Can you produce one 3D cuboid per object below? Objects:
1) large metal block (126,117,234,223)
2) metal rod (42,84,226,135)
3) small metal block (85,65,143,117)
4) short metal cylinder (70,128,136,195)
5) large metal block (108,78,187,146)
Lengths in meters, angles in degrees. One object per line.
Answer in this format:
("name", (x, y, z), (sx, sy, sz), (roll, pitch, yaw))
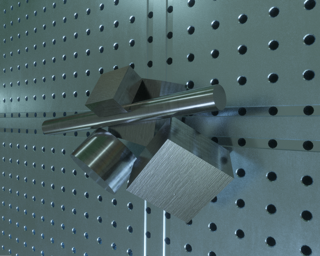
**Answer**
("large metal block", (0.022, 0.046, 0.343), (0.080, 0.050, 0.080), (31, 118, -12))
("metal rod", (-0.058, -0.015, 0.387), (0.300, 0.025, 0.025), (-7, 86, 40))
("small metal block", (-0.055, -0.043, 0.369), (0.050, 0.025, 0.050), (-7, 50, 40))
("short metal cylinder", (-0.075, 0.045, 0.422), (0.080, 0.080, 0.050), (25, 63, 37))
("large metal block", (-0.018, -0.023, 0.403), (0.080, 0.050, 0.079), (14, 99, 39))
